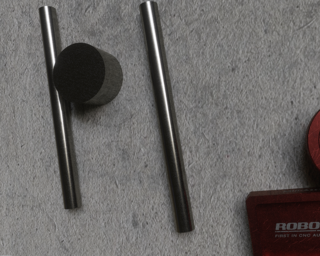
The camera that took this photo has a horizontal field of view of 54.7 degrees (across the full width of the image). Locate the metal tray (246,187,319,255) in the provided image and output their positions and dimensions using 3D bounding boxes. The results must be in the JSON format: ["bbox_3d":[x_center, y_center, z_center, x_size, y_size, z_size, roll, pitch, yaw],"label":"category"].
[{"bbox_3d":[0.169,0.114,0.346,0.130,0.030,0.089,-9,87,19],"label":"metal tray"}]

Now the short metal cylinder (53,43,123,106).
[{"bbox_3d":[-0.099,-0.073,0.431,0.080,0.050,0.080,0,90,20],"label":"short metal cylinder"}]

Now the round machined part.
[{"bbox_3d":[0.207,0.014,0.325,0.098,0.042,0.097,-1,86,20],"label":"round machined part"}]

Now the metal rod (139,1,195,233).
[{"bbox_3d":[0.008,-0.017,0.405,0.025,0.025,0.298,-10,87,19],"label":"metal rod"}]

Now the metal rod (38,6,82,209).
[{"bbox_3d":[-0.149,-0.031,0.461,0.025,0.025,0.298,-9,87,20],"label":"metal rod"}]
